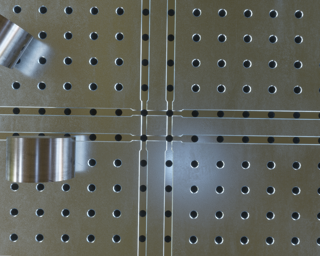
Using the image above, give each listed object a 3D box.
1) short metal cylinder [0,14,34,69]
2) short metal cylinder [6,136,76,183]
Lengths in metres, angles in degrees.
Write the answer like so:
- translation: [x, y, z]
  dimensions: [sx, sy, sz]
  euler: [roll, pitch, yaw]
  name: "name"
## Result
- translation: [-0.208, -0.117, 0.384]
  dimensions: [0.080, 0.080, 0.050]
  euler: [32, 90, 0]
  name: "short metal cylinder"
- translation: [-0.147, 0.036, 0.385]
  dimensions: [0.081, 0.080, 0.050]
  euler: [1, 90, 0]
  name: "short metal cylinder"
